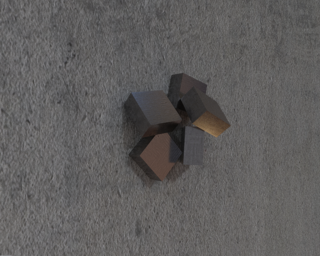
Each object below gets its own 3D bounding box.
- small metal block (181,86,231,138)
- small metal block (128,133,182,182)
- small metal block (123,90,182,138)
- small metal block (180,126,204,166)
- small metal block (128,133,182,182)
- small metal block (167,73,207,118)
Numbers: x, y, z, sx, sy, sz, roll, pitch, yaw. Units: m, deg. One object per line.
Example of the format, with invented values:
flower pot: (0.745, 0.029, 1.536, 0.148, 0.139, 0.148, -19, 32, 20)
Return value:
small metal block: (0.060, -0.021, 0.408, 0.050, 0.025, 0.050, 27, 30, -37)
small metal block: (-0.005, 0.033, 0.404, 0.050, 0.025, 0.050, -53, 121, -27)
small metal block: (-0.009, -0.019, 0.384, 0.050, 0.025, 0.050, -10, 59, -40)
small metal block: (0.043, 0.024, 0.426, 0.025, 0.050, 0.050, 4, 87, -2)
small metal block: (-0.005, 0.033, 0.404, 0.050, 0.025, 0.050, -53, 121, -27)
small metal block: (0.037, -0.045, 0.440, 0.050, 0.025, 0.050, 18, 79, -39)
